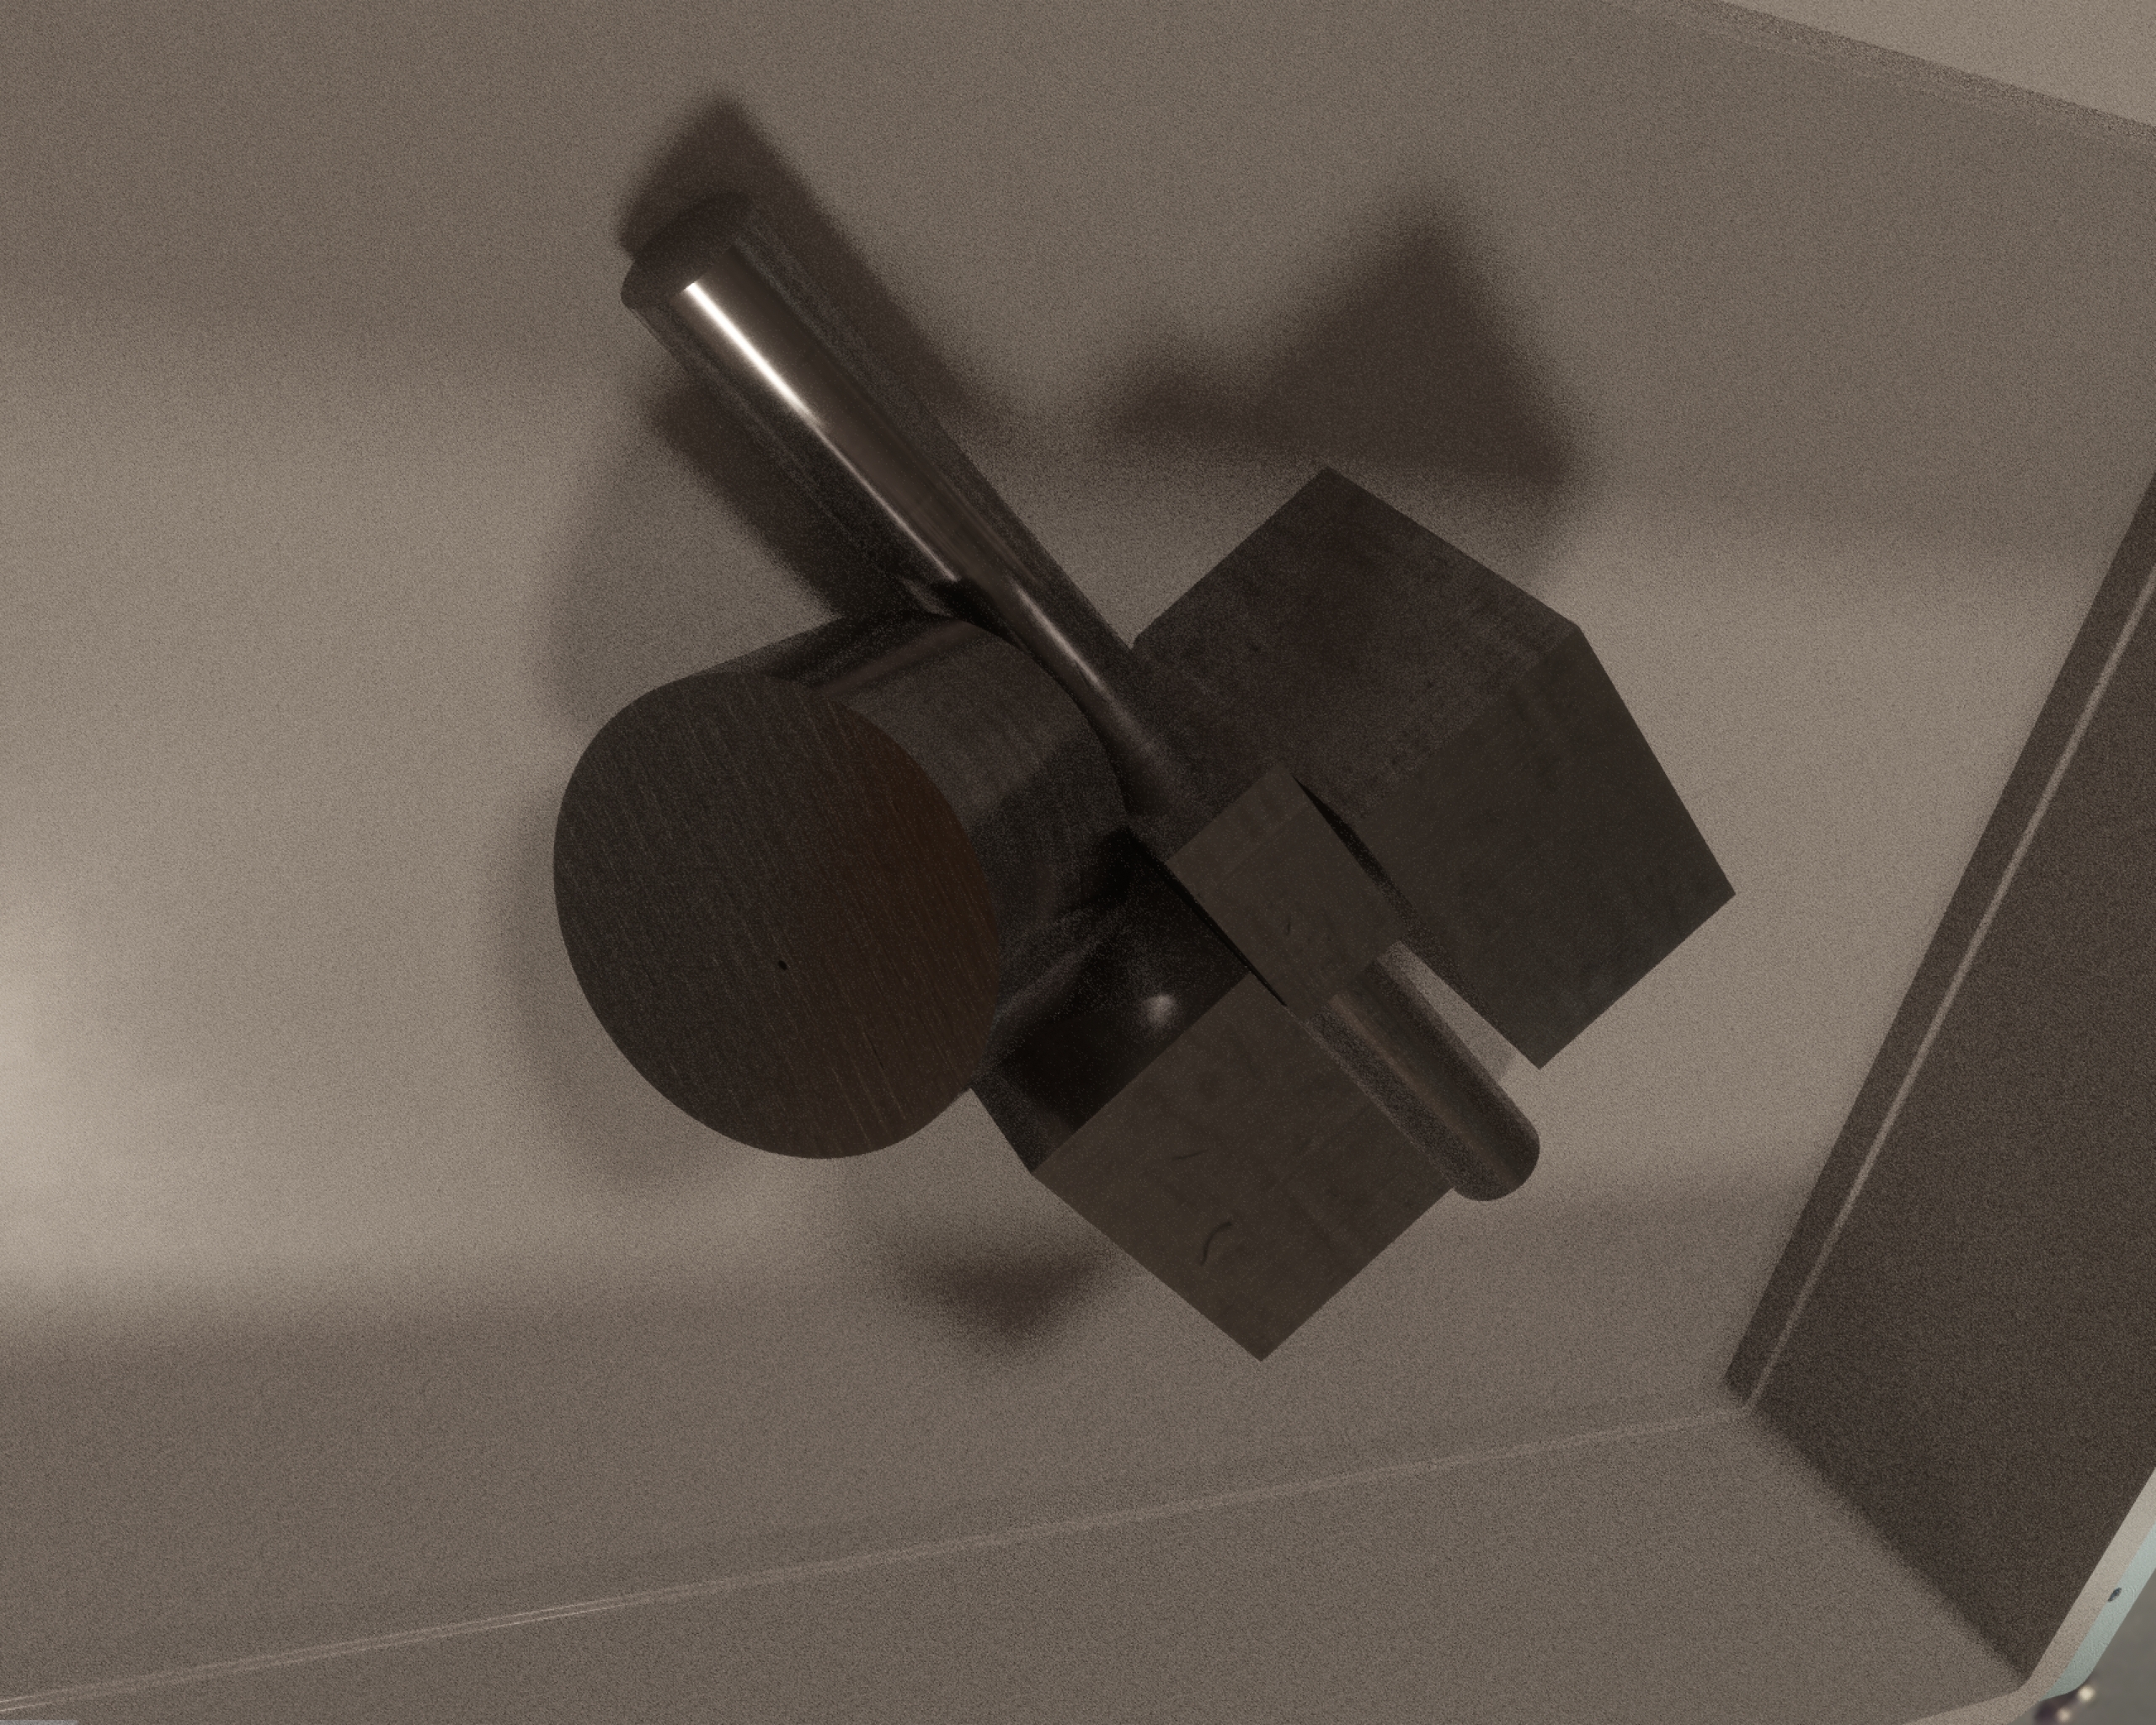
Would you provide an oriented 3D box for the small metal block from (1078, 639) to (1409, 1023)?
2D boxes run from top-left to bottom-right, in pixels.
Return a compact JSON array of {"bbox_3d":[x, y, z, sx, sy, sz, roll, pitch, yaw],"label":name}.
[{"bbox_3d":[0.026,-0.006,0.373,0.025,0.050,0.050,-42,130,0],"label":"small metal block"}]

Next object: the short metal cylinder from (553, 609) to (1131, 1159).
[{"bbox_3d":[-0.038,0.002,0.345,0.050,0.080,0.079,-36,145,-60],"label":"short metal cylinder"}]

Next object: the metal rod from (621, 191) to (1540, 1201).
[{"bbox_3d":[0.021,-0.011,0.414,0.025,0.025,0.300,-43,130,1],"label":"metal rod"}]

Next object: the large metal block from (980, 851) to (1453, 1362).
[{"bbox_3d":[0.015,0.038,0.406,0.050,0.080,0.080,-43,130,1],"label":"large metal block"}]

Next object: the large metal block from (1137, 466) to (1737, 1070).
[{"bbox_3d":[0.068,-0.019,0.400,0.050,0.080,0.080,-42,130,1],"label":"large metal block"}]
